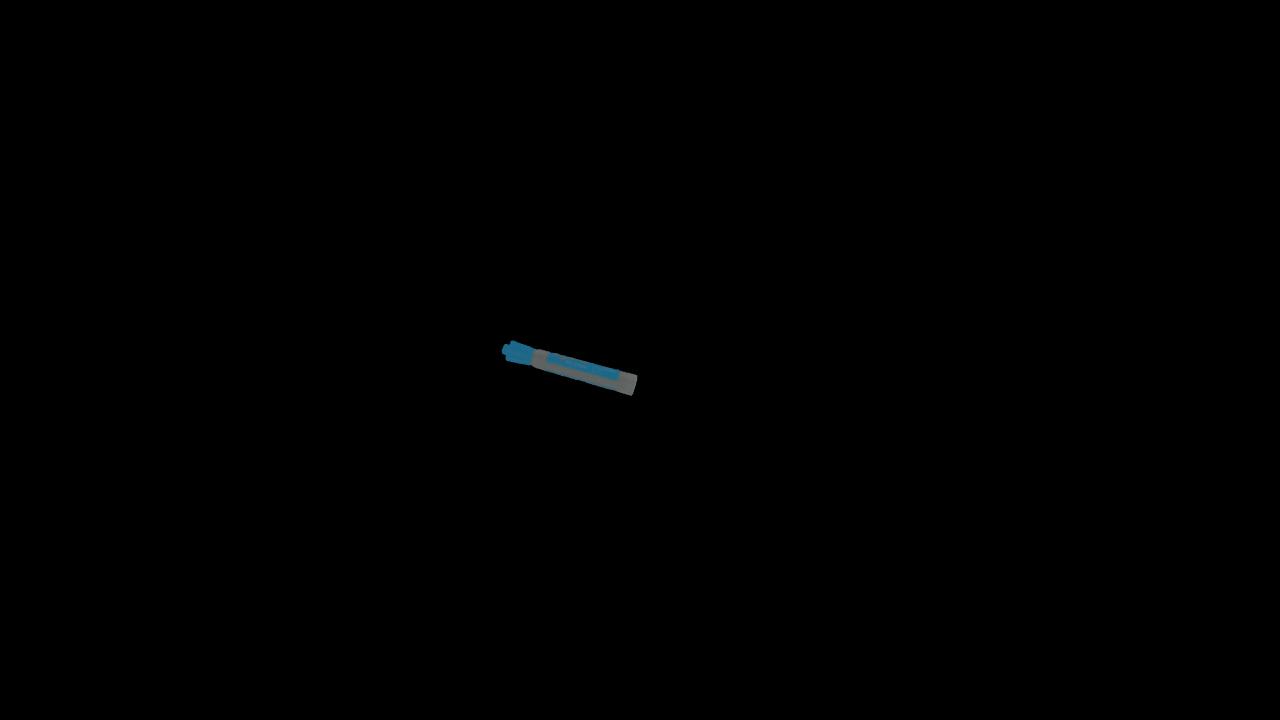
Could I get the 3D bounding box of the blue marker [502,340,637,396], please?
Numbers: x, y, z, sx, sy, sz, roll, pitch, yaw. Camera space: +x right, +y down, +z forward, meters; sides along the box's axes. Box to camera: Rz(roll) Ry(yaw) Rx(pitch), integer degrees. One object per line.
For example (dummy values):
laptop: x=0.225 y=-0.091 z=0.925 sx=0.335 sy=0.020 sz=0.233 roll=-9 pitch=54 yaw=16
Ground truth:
blue marker: x=-0.062 y=0.006 z=0.538 sx=0.121 sy=0.020 sz=0.020 roll=16 pitch=1 yaw=4
